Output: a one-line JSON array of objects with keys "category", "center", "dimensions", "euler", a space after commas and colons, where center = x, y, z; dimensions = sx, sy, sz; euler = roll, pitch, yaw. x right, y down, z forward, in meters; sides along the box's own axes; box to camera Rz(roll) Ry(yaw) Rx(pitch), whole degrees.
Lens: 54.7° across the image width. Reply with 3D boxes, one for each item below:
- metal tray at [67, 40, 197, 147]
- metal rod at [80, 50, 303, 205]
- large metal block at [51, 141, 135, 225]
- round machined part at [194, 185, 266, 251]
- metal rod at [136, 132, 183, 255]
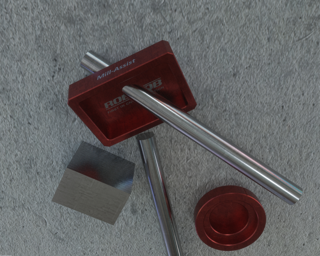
[{"category": "metal tray", "center": [-0.031, -0.037, 0.374], "dimensions": [0.130, 0.030, 0.090], "euler": [-24, 133, 8]}, {"category": "metal rod", "center": [0.036, -0.002, 0.373], "dimensions": [0.301, 0.025, 0.025], "euler": [33, 107, 2]}, {"category": "large metal block", "center": [-0.082, 0.069, 0.405], "dimensions": [0.080, 0.080, 0.050], "euler": [25, 108, -9]}, {"category": "round machined part", "center": [0.098, 0.125, 0.448], "dimensions": [0.099, 0.042, 0.097], "euler": [0, 110, -1]}, {"category": "metal rod", "center": [0.012, 0.147, 0.464], "dimensions": [0.025, 0.025, 0.298], "euler": [-12, 110, 4]}]
